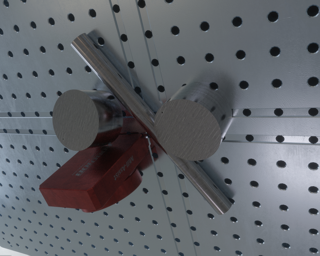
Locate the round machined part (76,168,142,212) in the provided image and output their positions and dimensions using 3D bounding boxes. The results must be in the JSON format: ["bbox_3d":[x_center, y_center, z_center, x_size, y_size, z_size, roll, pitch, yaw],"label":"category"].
[{"bbox_3d":[-0.079,0.078,0.455,0.098,0.099,0.042,-18,102,35],"label":"round machined part"}]

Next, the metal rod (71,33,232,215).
[{"bbox_3d":[-0.007,-0.001,0.414,0.300,0.025,0.025,49,129,-7],"label":"metal rod"}]

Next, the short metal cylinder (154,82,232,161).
[{"bbox_3d":[0.040,-0.008,0.369,0.080,0.050,0.079,13,124,21],"label":"short metal cylinder"}]

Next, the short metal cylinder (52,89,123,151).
[{"bbox_3d":[-0.098,-0.012,0.422,0.080,0.050,0.079,3,96,28],"label":"short metal cylinder"}]

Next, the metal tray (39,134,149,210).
[{"bbox_3d":[-0.085,0.054,0.422,0.090,0.131,0.030,-4,116,30],"label":"metal tray"}]
